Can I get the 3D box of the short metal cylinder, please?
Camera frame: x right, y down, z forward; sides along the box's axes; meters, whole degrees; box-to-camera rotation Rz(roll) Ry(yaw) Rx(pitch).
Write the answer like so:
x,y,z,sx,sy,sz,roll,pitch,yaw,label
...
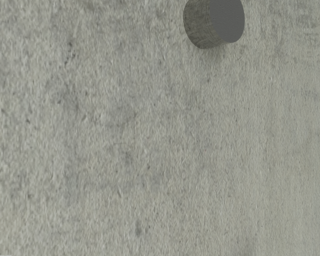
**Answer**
x,y,z,sx,sy,sz,roll,pitch,yaw,label
0.081,-0.161,0.458,0.081,0.050,0.079,0,90,-40,short metal cylinder
